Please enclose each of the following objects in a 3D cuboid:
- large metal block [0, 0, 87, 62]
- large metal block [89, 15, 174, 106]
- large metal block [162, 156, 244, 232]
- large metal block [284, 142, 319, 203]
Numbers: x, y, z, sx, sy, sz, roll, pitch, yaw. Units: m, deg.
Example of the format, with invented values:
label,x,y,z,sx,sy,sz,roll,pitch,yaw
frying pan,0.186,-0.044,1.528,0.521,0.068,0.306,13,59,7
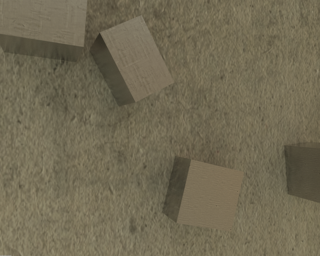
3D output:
label,x,y,z,sx,sy,sz,roll,pitch,yaw
large metal block,-0.126,-0.109,0.333,0.081,0.080,0.050,4,89,-20
large metal block,-0.037,-0.074,0.367,0.050,0.080,0.080,-30,100,-18
large metal block,0.057,0.087,0.418,0.081,0.050,0.080,15,85,-20
large metal block,0.241,0.065,0.471,0.050,0.080,0.079,-6,92,-20
